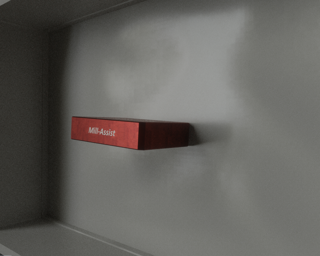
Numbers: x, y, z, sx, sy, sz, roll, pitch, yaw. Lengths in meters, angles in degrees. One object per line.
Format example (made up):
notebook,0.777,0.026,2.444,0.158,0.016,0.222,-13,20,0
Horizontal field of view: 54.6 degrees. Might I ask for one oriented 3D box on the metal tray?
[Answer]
metal tray,-0.040,0.004,0.398,0.130,0.091,0.030,5,94,40
